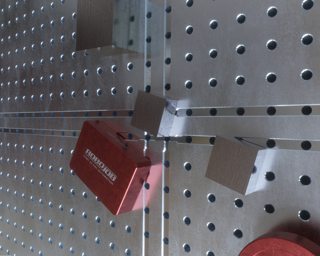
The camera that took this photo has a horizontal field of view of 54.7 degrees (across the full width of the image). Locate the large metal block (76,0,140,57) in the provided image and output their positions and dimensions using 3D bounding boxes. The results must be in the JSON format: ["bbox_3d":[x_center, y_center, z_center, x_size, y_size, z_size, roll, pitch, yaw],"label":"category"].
[{"bbox_3d":[-0.077,-0.152,0.454,0.080,0.050,0.079,4,93,39],"label":"large metal block"}]

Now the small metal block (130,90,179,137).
[{"bbox_3d":[-0.008,-0.020,0.414,0.050,0.025,0.050,23,104,37],"label":"small metal block"}]

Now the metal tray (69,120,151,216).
[{"bbox_3d":[-0.080,0.056,0.470,0.130,0.030,0.089,36,112,34],"label":"metal tray"}]

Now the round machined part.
[{"bbox_3d":[0.125,0.148,0.295,0.098,0.042,0.097,0,90,39],"label":"round machined part"}]

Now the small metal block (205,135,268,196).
[{"bbox_3d":[0.083,0.039,0.340,0.050,0.025,0.050,22,104,37],"label":"small metal block"}]
